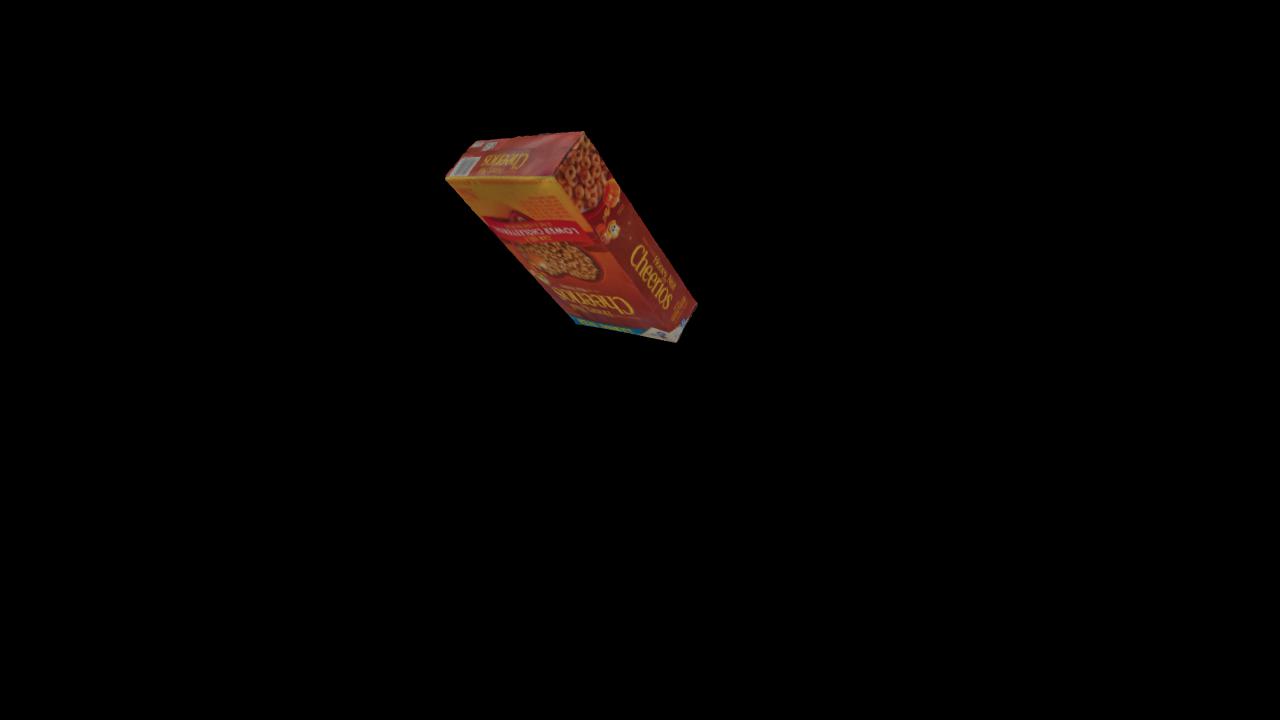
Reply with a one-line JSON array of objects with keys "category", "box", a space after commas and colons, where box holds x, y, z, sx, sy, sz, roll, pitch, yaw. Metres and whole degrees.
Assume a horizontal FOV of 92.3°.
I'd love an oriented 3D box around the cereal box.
[{"category": "cereal box", "box": [-0.078, -0.146, 0.796, 0.203, 0.081, 0.306, 14, -26, 39]}]
